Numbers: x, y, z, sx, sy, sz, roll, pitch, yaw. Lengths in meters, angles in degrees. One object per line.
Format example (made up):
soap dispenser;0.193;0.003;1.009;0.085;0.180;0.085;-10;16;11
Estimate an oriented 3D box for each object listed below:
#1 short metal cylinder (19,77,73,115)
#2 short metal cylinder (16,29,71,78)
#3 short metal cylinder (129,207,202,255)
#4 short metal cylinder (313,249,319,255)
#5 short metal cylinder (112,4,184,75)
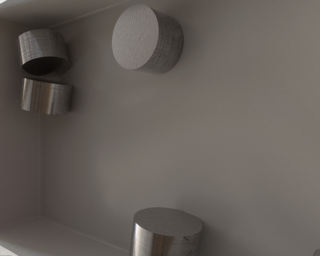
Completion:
short metal cylinder;-0.193;-0.055;0.527;0.080;0.081;0.050;18;101;38
short metal cylinder;-0.200;-0.126;0.533;0.080;0.081;0.050;-24;75;37
short metal cylinder;0.006;0.132;0.364;0.080;0.081;0.050;12;98;39
short metal cylinder;0.157;0.138;0.241;0.050;0.081;0.080;-15;81;39
short metal cylinder;-0.016;-0.112;0.402;0.080;0.050;0.079;0;90;39
